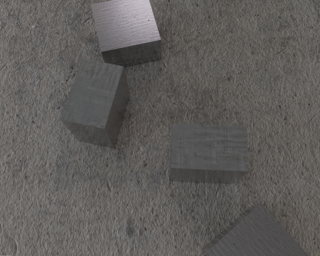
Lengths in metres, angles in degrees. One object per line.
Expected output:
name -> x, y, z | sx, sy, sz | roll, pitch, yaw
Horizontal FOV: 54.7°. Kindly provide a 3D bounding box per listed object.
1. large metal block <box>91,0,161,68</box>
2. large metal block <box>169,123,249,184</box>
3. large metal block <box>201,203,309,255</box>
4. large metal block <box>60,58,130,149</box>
large metal block -> -0.047, -0.136, 0.444 | 0.081, 0.050, 0.080 | -13, 71, -5
large metal block -> 0.053, 0.033, 0.367 | 0.080, 0.080, 0.050 | 3, 70, 1
large metal block -> 0.105, 0.143, 0.343 | 0.080, 0.050, 0.080 | -37, 74, -13
large metal block -> -0.076, -0.027, 0.388 | 0.050, 0.080, 0.080 | 12, 71, 4
